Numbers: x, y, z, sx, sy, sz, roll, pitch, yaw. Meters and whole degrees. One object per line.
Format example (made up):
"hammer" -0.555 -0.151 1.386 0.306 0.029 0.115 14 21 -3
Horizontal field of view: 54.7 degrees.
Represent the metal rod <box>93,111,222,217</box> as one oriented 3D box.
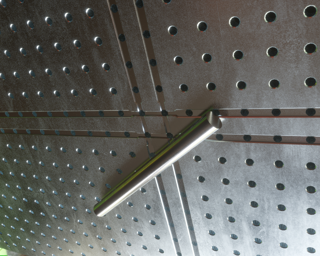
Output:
"metal rod" -0.022 0.069 0.463 0.025 0.025 0.299 45 129 -4
